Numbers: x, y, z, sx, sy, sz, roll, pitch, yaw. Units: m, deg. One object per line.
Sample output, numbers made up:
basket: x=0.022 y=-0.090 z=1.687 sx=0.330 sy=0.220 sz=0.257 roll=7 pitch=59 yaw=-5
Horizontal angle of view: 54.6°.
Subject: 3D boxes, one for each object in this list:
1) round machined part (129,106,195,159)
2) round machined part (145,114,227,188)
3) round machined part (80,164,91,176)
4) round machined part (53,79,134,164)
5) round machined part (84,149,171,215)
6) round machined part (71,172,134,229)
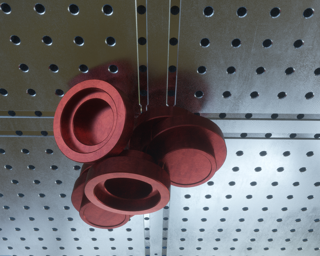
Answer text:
round machined part: x=0.010 y=0.023 z=0.393 sx=0.099 sy=0.042 sz=0.097 roll=0 pitch=130 yaw=0
round machined part: x=0.031 y=0.034 z=0.373 sx=0.099 sy=0.042 sz=0.097 roll=0 pitch=130 yaw=0
round machined part: x=-0.067 y=0.083 z=0.443 sx=0.099 sy=0.042 sz=0.097 roll=0 pitch=130 yaw=0
round machined part: x=-0.074 y=-0.005 z=0.370 sx=0.098 sy=0.098 sz=0.042 roll=-22 pitch=162 yaw=17
round machined part: x=-0.036 y=0.062 z=0.368 sx=0.098 sy=0.042 sz=0.098 roll=2 pitch=138 yaw=2
round machined part: x=-0.074 y=0.105 z=0.433 sx=0.099 sy=0.042 sz=0.097 roll=0 pitch=130 yaw=0
